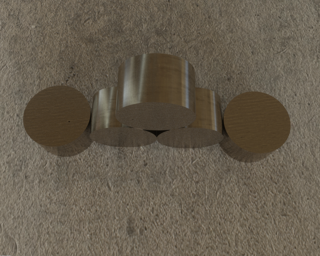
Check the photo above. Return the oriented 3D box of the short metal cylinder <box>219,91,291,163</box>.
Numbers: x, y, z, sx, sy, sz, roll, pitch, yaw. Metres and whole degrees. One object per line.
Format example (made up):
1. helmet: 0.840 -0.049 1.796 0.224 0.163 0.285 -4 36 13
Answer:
1. short metal cylinder: 0.117 0.000 0.396 0.081 0.050 0.080 0 70 -1

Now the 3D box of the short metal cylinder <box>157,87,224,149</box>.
1. short metal cylinder: 0.036 -0.010 0.384 0.081 0.080 0.050 0 69 0

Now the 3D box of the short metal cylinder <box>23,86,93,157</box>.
1. short metal cylinder: -0.125 -0.007 0.398 0.081 0.050 0.080 0 70 -1

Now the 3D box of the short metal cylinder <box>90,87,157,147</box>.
1. short metal cylinder: -0.044 -0.011 0.384 0.081 0.080 0.050 0 70 0

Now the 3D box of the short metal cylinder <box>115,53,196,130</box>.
1. short metal cylinder: -0.004 -0.034 0.319 0.080 0.080 0.050 1 71 0
